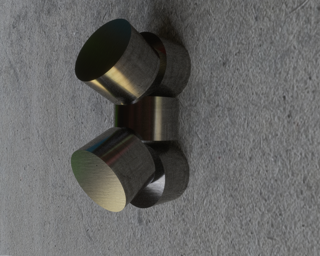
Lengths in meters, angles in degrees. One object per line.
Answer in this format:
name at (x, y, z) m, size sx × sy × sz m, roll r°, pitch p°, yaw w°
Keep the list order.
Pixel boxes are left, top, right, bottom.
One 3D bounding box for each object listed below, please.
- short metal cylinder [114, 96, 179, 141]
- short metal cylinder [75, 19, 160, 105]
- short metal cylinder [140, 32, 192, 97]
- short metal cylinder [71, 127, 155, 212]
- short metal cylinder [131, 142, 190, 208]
short metal cylinder at (-0.017, -0.012, 0.386) m, size 0.080 × 0.081 × 0.050 m, roll 2°, pitch 92°, yaw 40°
short metal cylinder at (-0.047, -0.073, 0.345) m, size 0.080 × 0.050 × 0.080 m, roll -19°, pitch 54°, yaw 29°
short metal cylinder at (-0.007, -0.077, 0.397) m, size 0.080 × 0.050 × 0.080 m, roll 0°, pitch 90°, yaw 40°
short metal cylinder at (-0.052, 0.046, 0.347) m, size 0.080 × 0.050 × 0.079 m, roll 22°, pitch 131°, yaw 28°
short metal cylinder at (-0.009, 0.058, 0.398) m, size 0.080 × 0.050 × 0.080 m, roll 0°, pitch 90°, yaw 40°
